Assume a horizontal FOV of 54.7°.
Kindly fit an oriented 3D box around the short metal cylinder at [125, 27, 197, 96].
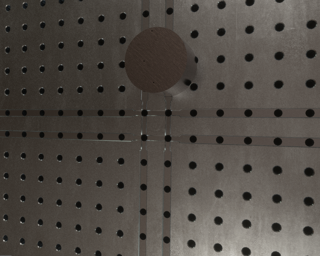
[{"bbox_3d":[0.002,-0.082,0.398,0.080,0.050,0.079,0,90,19],"label":"short metal cylinder"}]
